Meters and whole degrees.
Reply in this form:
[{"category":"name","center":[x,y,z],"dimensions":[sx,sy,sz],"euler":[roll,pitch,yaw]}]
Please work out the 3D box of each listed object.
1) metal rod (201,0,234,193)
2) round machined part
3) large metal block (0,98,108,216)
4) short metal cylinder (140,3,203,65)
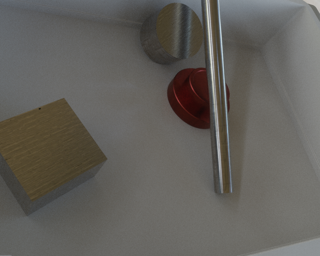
[{"category":"metal rod","center":[0.075,-0.065,0.417],"dimensions":[0.025,0.025,0.298],"euler":[0,84,-29]},{"category":"round machined part","center":[0.064,-0.051,0.462],"dimensions":[0.099,0.042,0.098],"euler":[14,56,-21]},{"category":"large metal block","center":[-0.115,0.027,0.312],"dimensions":[0.081,0.050,0.080],"euler":[-30,79,-38]},{"category":"short metal cylinder","center":[0.017,-0.139,0.465],"dimensions":[0.081,0.050,0.079],"euler":[0,91,-30]}]
